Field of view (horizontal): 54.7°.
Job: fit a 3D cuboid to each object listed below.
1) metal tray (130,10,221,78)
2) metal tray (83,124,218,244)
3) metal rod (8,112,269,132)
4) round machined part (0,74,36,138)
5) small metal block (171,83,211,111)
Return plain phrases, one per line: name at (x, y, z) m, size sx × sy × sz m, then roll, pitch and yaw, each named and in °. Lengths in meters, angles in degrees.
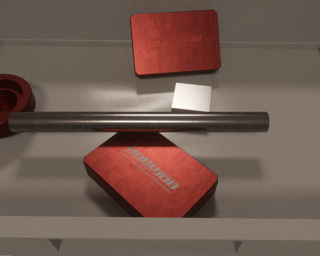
metal tray at (0.023, -0.128, 0.475) m, size 0.131 × 0.030 × 0.089 m, roll -5°, pitch 93°, yaw -5°
metal tray at (-0.012, 0.054, 0.356) m, size 0.130 × 0.030 × 0.090 m, roll 36°, pitch 58°, yaw 26°
metal rod at (-0.024, -0.007, 0.370) m, size 0.302 × 0.025 × 0.025 m, roll 0°, pitch 50°, yaw 0°
round machined part at (-0.216, -0.025, 0.412) m, size 0.099 × 0.042 × 0.098 m, roll 0°, pitch 50°, yaw 0°
small metal block at (0.044, -0.035, 0.435) m, size 0.050 × 0.025 × 0.050 m, roll 7°, pitch 50°, yaw 5°
